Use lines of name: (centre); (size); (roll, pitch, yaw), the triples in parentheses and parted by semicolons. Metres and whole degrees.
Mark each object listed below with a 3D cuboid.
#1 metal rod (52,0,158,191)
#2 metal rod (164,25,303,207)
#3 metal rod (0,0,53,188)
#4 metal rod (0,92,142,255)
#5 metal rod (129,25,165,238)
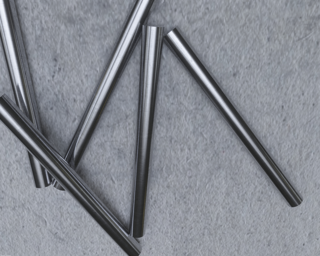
metal rod: (-0.072, -0.045, 0.392); (0.025, 0.025, 0.298); (25, 108, -10)
metal rod: (0.104, -0.004, 0.409); (0.025, 0.025, 0.300); (-37, 107, 12)
metal rod: (-0.174, -0.061, 0.384); (0.025, 0.025, 0.298); (-4, 110, 1)
metal rod: (-0.111, 0.080, 0.413); (0.025, 0.025, 0.299); (-28, 117, 9)
metal rod: (-0.021, 0.020, 0.410); (0.025, 0.025, 0.298); (5, 113, -2)
